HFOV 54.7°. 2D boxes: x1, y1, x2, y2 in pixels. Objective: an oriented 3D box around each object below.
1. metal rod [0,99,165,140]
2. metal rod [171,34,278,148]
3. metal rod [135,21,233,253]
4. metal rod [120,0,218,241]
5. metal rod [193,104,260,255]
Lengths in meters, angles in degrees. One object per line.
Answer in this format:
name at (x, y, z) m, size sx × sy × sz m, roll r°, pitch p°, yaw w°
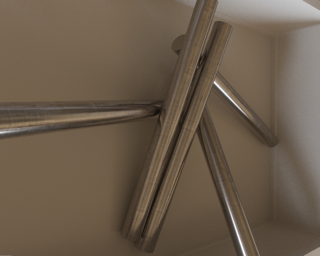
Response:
metal rod at (-0.064, -0.013, 0.282) m, size 0.302 × 0.025 × 0.025 m, roll -11°, pitch 98°, yaw -61°
metal rod at (0.117, -0.041, 0.484) m, size 0.301 × 0.025 × 0.025 m, roll 35°, pitch 68°, yaw -41°
metal rod at (0.030, 0.011, 0.392) m, size 0.025 × 0.025 × 0.299 m, roll 20°, pitch 90°, yaw -39°
metal rod at (0.010, -0.010, 0.371) m, size 0.025 × 0.025 × 0.298 m, roll 16°, pitch 93°, yaw -39°
metal rod at (0.074, 0.052, 0.390) m, size 0.025 × 0.025 × 0.299 m, roll 0°, pitch 65°, yaw -40°
